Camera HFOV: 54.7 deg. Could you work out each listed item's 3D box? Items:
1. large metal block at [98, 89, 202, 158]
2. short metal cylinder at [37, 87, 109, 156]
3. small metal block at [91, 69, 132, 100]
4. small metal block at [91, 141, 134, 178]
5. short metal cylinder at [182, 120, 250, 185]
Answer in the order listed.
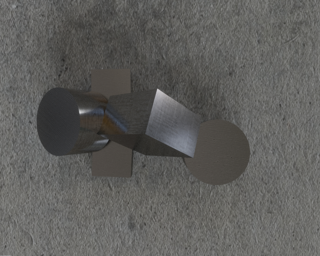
[{"bbox_3d":[-0.011,-0.002,0.365,0.080,0.080,0.050,29,68,-42],"label":"large metal block"},{"bbox_3d":[-0.105,-0.008,0.379,0.080,0.050,0.079,1,91,35],"label":"short metal cylinder"},{"bbox_3d":[-0.063,-0.051,0.410,0.050,0.025,0.050,-1,90,-1],"label":"small metal block"},{"bbox_3d":[-0.062,0.038,0.410,0.050,0.025,0.050,3,90,-1],"label":"small metal block"},{"bbox_3d":[0.069,0.029,0.400,0.081,0.050,0.079,0,90,-1],"label":"short metal cylinder"}]
